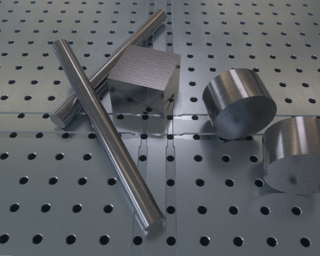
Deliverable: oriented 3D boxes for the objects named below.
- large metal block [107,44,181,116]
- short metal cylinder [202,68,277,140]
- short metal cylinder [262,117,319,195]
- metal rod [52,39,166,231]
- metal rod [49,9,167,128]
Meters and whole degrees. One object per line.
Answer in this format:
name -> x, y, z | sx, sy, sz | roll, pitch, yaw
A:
large metal block -> -0.020, -0.071, 0.451 | 0.080, 0.050, 0.080 | 14, 51, 11
short metal cylinder -> 0.100, -0.029, 0.397 | 0.081, 0.080, 0.050 | -8, 51, -7
short metal cylinder -> 0.157, 0.032, 0.346 | 0.080, 0.080, 0.050 | 8, 51, 6
metal rod -> -0.076, -0.011, 0.392 | 0.025, 0.025, 0.299 | -23, 61, -18
metal rod -> -0.068, -0.111, 0.499 | 0.025, 0.025, 0.301 | 22, 53, 17
